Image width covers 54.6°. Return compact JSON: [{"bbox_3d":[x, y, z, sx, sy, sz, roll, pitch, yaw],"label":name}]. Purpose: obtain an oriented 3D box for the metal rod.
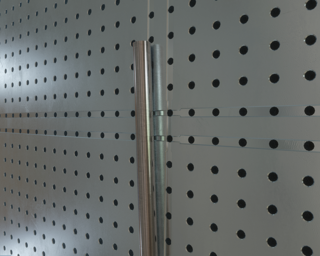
[{"bbox_3d":[-0.020,0.031,0.426,0.025,0.025,0.298,-3,88,40],"label":"metal rod"}]
